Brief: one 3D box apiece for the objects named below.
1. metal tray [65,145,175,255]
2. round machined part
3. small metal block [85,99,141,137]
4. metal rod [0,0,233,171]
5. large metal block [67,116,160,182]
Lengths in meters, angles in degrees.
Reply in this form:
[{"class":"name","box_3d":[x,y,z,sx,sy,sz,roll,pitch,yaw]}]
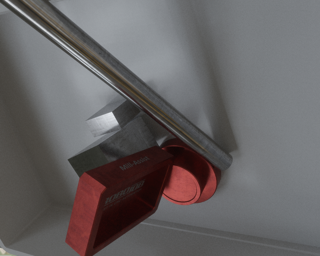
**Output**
[{"class":"metal tray","box_3d":[-0.040,0.078,0.353,0.030,0.131,0.089,29,114,26]},{"class":"round machined part","box_3d":[0.030,0.066,0.422,0.098,0.042,0.097,13,124,20]},{"class":"small metal block","box_3d":[-0.063,-0.015,0.414,0.050,0.050,0.025,-15,110,34]},{"class":"metal rod","box_3d":[-0.019,-0.033,0.314,0.025,0.025,0.301,-25,132,36]},{"class":"large metal block","box_3d":[-0.062,0.034,0.415,0.080,0.080,0.050,-24,100,45]}]
